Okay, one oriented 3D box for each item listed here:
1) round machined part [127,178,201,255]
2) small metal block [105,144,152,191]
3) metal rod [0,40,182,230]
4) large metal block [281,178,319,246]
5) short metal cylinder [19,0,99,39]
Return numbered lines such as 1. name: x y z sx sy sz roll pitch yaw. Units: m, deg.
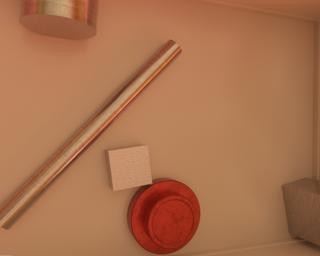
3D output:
1. round machined part: 0.010 0.118 0.407 0.099 0.042 0.097 0 90 -21
2. small metal block: -0.040 0.049 0.397 0.050 0.025 0.050 -8 93 -20
3. metal rod: -0.079 -0.002 0.382 0.025 0.025 0.301 46 75 -15
4. large metal block: 0.240 0.127 0.472 0.050 0.080 0.079 -12 94 -20
5. short metal cylinder: -0.109 -0.135 0.341 0.081 0.080 0.050 4 89 -20
